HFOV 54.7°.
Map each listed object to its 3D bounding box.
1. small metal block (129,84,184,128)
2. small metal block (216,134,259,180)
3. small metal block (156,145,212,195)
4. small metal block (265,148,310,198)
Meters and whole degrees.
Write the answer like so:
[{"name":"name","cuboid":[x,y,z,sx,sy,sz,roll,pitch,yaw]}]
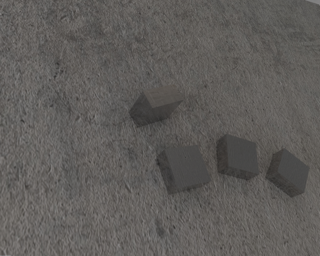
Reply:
[{"name":"small metal block","cuboid":[-0.005,-0.029,0.402,0.050,0.050,0.025,-18,71,-35]},{"name":"small metal block","cuboid":[0.109,0.041,0.437,0.050,0.025,0.050,16,55,-19]},{"name":"small metal block","cuboid":[0.029,0.051,0.388,0.050,0.025,0.050,-6,65,-31]},{"name":"small metal block","cuboid":[0.193,0.067,0.466,0.050,0.025,0.050,38,51,-3]}]
